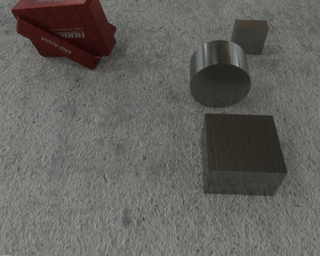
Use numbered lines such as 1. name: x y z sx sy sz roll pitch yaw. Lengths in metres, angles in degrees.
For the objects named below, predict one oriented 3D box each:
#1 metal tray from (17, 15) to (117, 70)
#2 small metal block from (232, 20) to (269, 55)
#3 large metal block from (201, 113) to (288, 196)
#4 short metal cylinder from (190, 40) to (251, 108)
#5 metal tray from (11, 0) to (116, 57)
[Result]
1. metal tray: -0.147 -0.159 0.499 0.131 0.030 0.090 26 51 -10
2. small metal block: 0.147 -0.150 0.515 0.050 0.050 0.025 2 50 2
3. large metal block: 0.092 0.030 0.362 0.080 0.050 0.080 2 50 1
4. short metal cylinder: 0.082 -0.073 0.430 0.080 0.080 0.050 3 50 2
5. metal tray: -0.143 -0.153 0.470 0.130 0.090 0.030 4 54 19
